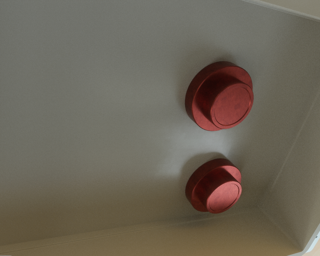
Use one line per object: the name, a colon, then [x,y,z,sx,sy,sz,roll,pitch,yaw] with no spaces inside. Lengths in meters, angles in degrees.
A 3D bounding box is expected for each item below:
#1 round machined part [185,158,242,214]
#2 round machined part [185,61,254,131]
round machined part: [0.095,0.102,0.513,0.099,0.042,0.097,-14,124,-21]
round machined part: [0.087,-0.037,0.422,0.099,0.042,0.097,-14,124,-21]
